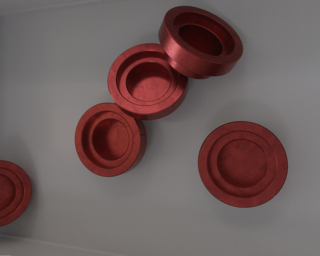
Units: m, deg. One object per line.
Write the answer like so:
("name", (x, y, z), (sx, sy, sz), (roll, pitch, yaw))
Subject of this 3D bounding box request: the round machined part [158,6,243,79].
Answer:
("round machined part", (0.044, -0.096, 0.366), (0.098, 0.099, 0.042), (46, 140, 14))

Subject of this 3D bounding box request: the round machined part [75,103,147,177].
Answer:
("round machined part", (-0.063, 0.015, 0.424), (0.098, 0.042, 0.097), (0, 90, 20))

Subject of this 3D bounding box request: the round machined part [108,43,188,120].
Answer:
("round machined part", (-0.013, -0.055, 0.394), (0.099, 0.042, 0.098), (-2, 70, 5))

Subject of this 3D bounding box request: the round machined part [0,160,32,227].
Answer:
("round machined part", (-0.251, 0.099, 0.471), (0.042, 0.099, 0.097), (-14, 84, 56))

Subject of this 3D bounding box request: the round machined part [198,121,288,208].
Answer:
("round machined part", (0.098, 0.041, 0.367), (0.098, 0.042, 0.097), (0, 90, 20))
